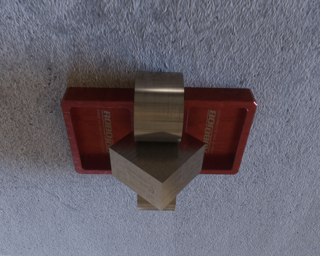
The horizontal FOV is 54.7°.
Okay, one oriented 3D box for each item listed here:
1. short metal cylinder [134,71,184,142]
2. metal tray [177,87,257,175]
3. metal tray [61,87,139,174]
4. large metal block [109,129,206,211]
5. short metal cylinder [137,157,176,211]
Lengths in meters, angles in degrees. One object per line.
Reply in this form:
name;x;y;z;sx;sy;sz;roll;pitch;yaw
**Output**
short metal cylinder;-0.002;-0.024;0.352;0.050;0.080;0.079;2;130;-2
metal tray;0.068;0.008;0.414;0.091;0.030;0.129;1;130;-1
metal tray;-0.073;0.008;0.412;0.091;0.030;0.129;1;130;-1
large metal block;-0.003;0.039;0.379;0.080;0.080;0.050;30;138;28
short metal cylinder;-0.005;0.075;0.436;0.050;0.080;0.079;2;130;-2
